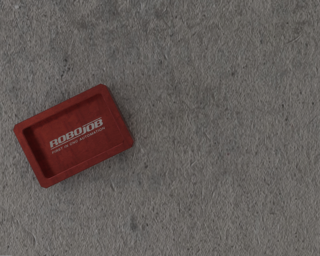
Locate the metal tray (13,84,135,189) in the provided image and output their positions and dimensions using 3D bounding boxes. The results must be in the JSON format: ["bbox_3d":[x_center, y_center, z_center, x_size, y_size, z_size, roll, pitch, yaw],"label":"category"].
[{"bbox_3d":[-0.110,0.010,0.406,0.130,0.030,0.090,-26,90,0],"label":"metal tray"}]
